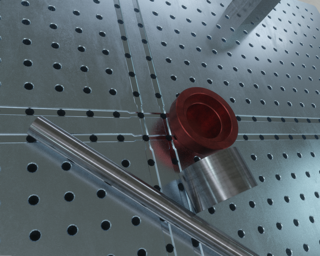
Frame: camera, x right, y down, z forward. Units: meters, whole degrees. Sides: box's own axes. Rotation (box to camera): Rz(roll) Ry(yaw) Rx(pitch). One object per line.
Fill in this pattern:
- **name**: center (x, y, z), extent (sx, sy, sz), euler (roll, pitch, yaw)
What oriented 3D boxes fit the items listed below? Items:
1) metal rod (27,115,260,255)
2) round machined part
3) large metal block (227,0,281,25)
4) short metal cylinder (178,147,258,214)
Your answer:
- **metal rod**: center (-0.012, 0.080, 0.354), extent (0.301, 0.025, 0.025), euler (34, 51, -6)
- **round machined part**: center (0.056, -0.006, 0.433), extent (0.099, 0.042, 0.098), euler (14, 56, -21)
- **large metal block**: center (0.203, -0.267, 0.648), extent (0.081, 0.080, 0.050), euler (-22, 74, -36)
- **short metal cylinder**: center (0.069, 0.063, 0.373), extent (0.081, 0.080, 0.050), euler (-13, 69, -34)
